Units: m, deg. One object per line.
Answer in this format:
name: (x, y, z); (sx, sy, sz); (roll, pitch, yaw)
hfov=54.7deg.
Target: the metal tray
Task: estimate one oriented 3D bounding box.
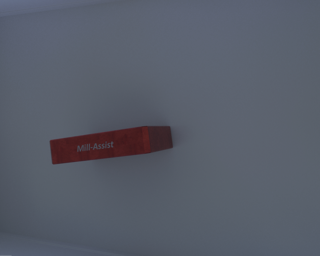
metal tray: (-0.059, 0.021, 0.395); (0.130, 0.090, 0.030); (-8, 88, 19)
